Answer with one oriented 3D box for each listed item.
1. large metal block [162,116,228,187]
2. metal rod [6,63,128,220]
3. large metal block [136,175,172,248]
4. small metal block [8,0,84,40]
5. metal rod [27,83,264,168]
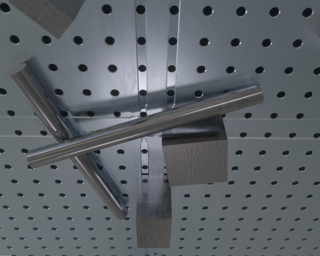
[{"bbox_3d":[0.048,0.032,0.423,0.080,0.050,0.080,-6,130,5],"label":"large metal block"},{"bbox_3d":[-0.115,0.041,0.444,0.025,0.025,0.299,-15,129,12],"label":"metal rod"},{"bbox_3d":[-0.009,0.131,0.487,0.050,0.080,0.079,1,130,-1],"label":"large metal block"},{"bbox_3d":[-0.105,-0.119,0.293,0.050,0.050,0.025,36,121,-27],"label":"small metal block"},{"bbox_3d":[-0.022,-0.001,0.390,0.301,0.025,0.025,-16,129,5],"label":"metal rod"}]
